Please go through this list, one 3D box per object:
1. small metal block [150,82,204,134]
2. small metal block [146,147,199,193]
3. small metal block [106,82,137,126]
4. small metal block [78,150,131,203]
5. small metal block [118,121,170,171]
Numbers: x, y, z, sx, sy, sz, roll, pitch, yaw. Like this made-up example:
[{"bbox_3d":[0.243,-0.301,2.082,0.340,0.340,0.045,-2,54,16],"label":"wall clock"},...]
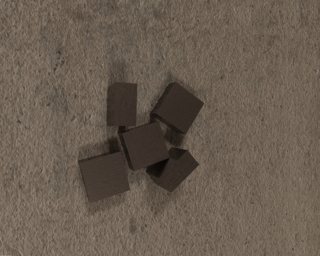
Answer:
[{"bbox_3d":[0.023,-0.026,0.419,0.050,0.025,0.050,35,79,-17],"label":"small metal block"},{"bbox_3d":[0.015,0.053,0.403,0.050,0.050,0.025,-43,104,-15],"label":"small metal block"},{"bbox_3d":[-0.048,-0.027,0.379,0.025,0.050,0.050,2,90,-20],"label":"small metal block"},{"bbox_3d":[-0.069,0.059,0.384,0.050,0.025,0.050,-15,95,-20],"label":"small metal block"},{"bbox_3d":[-0.021,0.022,0.402,0.050,0.025,0.050,-19,97,-19],"label":"small metal block"}]
